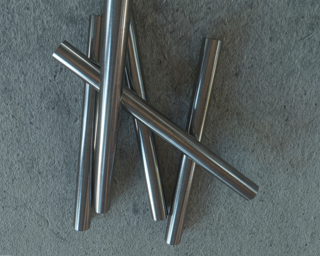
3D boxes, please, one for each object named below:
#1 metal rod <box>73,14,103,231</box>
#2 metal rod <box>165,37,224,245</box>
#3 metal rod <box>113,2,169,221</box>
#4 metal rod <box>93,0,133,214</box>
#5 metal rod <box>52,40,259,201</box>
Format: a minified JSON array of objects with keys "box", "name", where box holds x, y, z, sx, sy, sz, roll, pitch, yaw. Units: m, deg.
[{"box":[-0.093,0.008,0.411,0.025,0.025,0.298,9,110,-3],"name":"metal rod"},{"box":[0.041,0.032,0.421,0.025,0.025,0.298,8,110,-3],"name":"metal rod"},{"box":[-0.022,-0.009,0.406,0.025,0.025,0.298,-8,110,3],"name":"metal rod"},{"box":[-0.061,-0.002,0.364,0.025,0.025,0.298,9,127,-4],"name":"metal rod"},{"box":[0.005,-0.001,0.381,0.301,0.025,0.025,37,106,-13],"name":"metal rod"}]
